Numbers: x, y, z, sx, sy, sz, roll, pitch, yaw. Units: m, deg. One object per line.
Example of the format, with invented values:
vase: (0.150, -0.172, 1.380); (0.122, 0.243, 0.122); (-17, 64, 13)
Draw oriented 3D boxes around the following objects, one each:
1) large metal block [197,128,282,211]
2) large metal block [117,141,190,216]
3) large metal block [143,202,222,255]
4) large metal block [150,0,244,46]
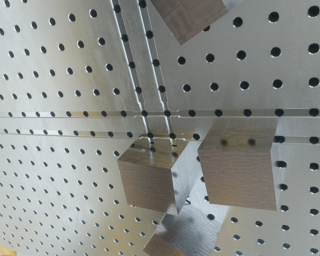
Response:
large metal block: (0.098, 0.048, 0.373); (0.080, 0.050, 0.080); (-1, 118, 29)
large metal block: (-0.007, 0.070, 0.443); (0.080, 0.050, 0.080); (6, 121, 25)
large metal block: (0.034, 0.161, 0.458); (0.080, 0.080, 0.050); (32, 129, 7)
large metal block: (0.029, -0.132, 0.279); (0.050, 0.080, 0.080); (-28, 103, 37)
